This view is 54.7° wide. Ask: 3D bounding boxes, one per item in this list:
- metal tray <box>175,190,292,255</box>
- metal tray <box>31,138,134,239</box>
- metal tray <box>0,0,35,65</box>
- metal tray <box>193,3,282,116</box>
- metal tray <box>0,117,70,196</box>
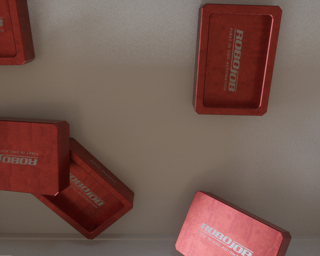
[{"bbox_3d":[0.090,0.149,0.405,0.030,0.130,0.090,23,88,-48],"label":"metal tray"},{"bbox_3d":[-0.112,0.088,0.439,0.090,0.030,0.130,-41,106,13],"label":"metal tray"},{"bbox_3d":[-0.222,-0.120,0.361,0.131,0.030,0.089,-1,110,-1],"label":"metal tray"},{"bbox_3d":[0.090,-0.082,0.379,0.091,0.030,0.129,1,110,-1],"label":"metal tray"},{"bbox_3d":[-0.183,0.033,0.395,0.131,0.030,0.089,3,98,10],"label":"metal tray"}]
